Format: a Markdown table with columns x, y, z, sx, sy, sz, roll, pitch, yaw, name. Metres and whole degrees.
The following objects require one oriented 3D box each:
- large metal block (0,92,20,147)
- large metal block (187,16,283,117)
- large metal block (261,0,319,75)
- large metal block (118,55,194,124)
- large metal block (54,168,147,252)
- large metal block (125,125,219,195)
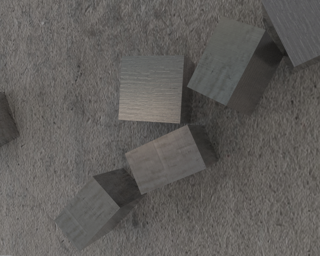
| x | y | z | sx | sy | sz | roll | pitch | yaw | name |
| --- | --- | --- | --- | --- | --- | --- | --- | --- | --- |
| -0.286 | -0.007 | 0.497 | 0.080 | 0.050 | 0.080 | -26 | 82 | 18 | large metal block |
| 0.086 | -0.064 | 0.344 | 0.050 | 0.080 | 0.080 | 32 | 101 | 32 | large metal block |
| 0.167 | -0.115 | 0.337 | 0.080 | 0.050 | 0.080 | -25 | 82 | 18 | large metal block |
| -0.003 | -0.048 | 0.397 | 0.080 | 0.050 | 0.079 | 4 | 91 | 20 | large metal block |
| -0.075 | 0.103 | 0.406 | 0.050 | 0.080 | 0.080 | 45 | 104 | 14 | large metal block |
| 0.018 | 0.035 | 0.373 | 0.080 | 0.080 | 0.050 | -25 | 82 | 18 | large metal block |
